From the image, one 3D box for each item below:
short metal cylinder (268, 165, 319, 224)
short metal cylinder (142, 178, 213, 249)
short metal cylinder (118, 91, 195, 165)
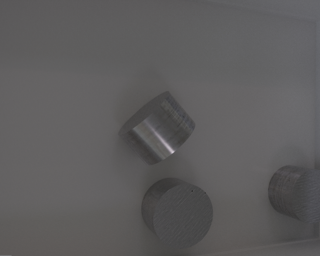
[{"bbox_3d":[0.216,0.100,0.477,0.081,0.050,0.080,0,90,-20],"label":"short metal cylinder"},{"bbox_3d":[0.021,0.109,0.405,0.081,0.050,0.080,0,90,-20],"label":"short metal cylinder"},{"bbox_3d":[-0.004,0.000,0.380,0.080,0.080,0.050,-44,104,-15],"label":"short metal cylinder"}]
